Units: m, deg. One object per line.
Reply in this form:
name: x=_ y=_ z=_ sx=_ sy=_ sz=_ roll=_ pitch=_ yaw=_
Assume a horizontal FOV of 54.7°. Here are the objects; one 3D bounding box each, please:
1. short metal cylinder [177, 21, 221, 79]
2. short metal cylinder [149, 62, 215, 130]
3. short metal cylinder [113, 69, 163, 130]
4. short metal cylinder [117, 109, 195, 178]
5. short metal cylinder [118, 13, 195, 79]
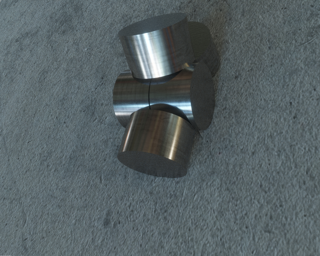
short metal cylinder: x=0.039 y=-0.100 z=0.430 sx=0.080 sy=0.050 sz=0.080 roll=-13 pitch=56 yaw=20
short metal cylinder: x=0.029 y=-0.037 z=0.376 sx=0.050 sy=0.080 sz=0.080 roll=0 pitch=62 yaw=29
short metal cylinder: x=-0.016 y=-0.037 z=0.401 sx=0.050 sy=0.080 sz=0.080 roll=1 pitch=62 yaw=28
short metal cylinder: x=-0.004 y=0.020 z=0.359 sx=0.080 sy=0.080 sz=0.050 roll=0 pitch=62 yaw=28
short metal cylinder: x=-0.003 y=-0.098 z=0.365 sx=0.080 sy=0.050 sz=0.080 roll=-12 pitch=29 yaw=7
